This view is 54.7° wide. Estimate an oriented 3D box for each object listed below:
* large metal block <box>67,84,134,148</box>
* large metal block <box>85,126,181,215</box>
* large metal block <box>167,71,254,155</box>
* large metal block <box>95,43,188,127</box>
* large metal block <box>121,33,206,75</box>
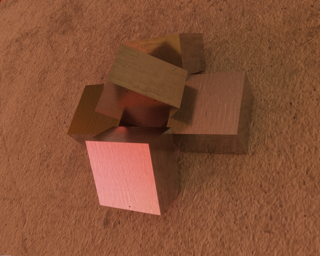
[{"bbox_3d":[-0.071,-0.015,0.434,0.080,0.050,0.080,0,62,27],"label":"large metal block"},{"bbox_3d":[-0.028,0.044,0.349,0.080,0.079,0.050,1,19,29],"label":"large metal block"},{"bbox_3d":[0.060,-0.017,0.364,0.080,0.050,0.080,0,62,28],"label":"large metal block"},{"bbox_3d":[-0.024,-0.043,0.365,0.080,0.080,0.050,136,151,-61],"label":"large metal block"},{"bbox_3d":[0.008,-0.096,0.416,0.080,0.080,0.050,0,105,28],"label":"large metal block"}]
